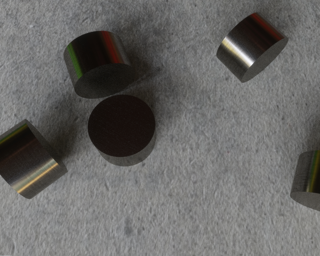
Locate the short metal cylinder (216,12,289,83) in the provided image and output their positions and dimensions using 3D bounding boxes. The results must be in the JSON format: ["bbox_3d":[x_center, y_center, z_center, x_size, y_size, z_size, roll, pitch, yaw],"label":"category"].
[{"bbox_3d":[0.124,-0.108,0.420,0.080,0.080,0.050,-36,74,-12],"label":"short metal cylinder"}]

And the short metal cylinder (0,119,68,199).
[{"bbox_3d":[-0.154,0.036,0.364,0.050,0.080,0.080,-38,75,-13],"label":"short metal cylinder"}]

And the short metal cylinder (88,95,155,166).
[{"bbox_3d":[-0.046,0.004,0.393,0.081,0.050,0.080,0,70,0],"label":"short metal cylinder"}]

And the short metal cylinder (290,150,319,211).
[{"bbox_3d":[0.198,0.065,0.358,0.080,0.080,0.050,20,71,7],"label":"short metal cylinder"}]

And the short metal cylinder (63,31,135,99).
[{"bbox_3d":[-0.080,-0.081,0.408,0.080,0.080,0.050,-20,72,-8],"label":"short metal cylinder"}]
